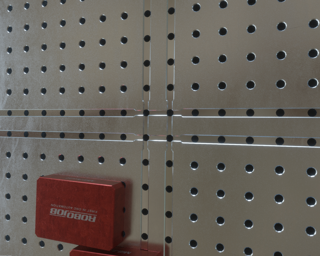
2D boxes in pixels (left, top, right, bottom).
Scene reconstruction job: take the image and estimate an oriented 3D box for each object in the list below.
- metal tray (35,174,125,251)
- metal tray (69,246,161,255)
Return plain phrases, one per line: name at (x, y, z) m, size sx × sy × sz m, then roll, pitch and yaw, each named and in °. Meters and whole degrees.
metal tray at (-0.118, 0.120, 0.452) m, size 0.130 × 0.030 × 0.089 m, roll 3°, pitch 91°, yaw 19°
metal tray at (-0.062, 0.216, 0.432) m, size 0.130 × 0.030 × 0.089 m, roll 0°, pitch 90°, yaw 19°
